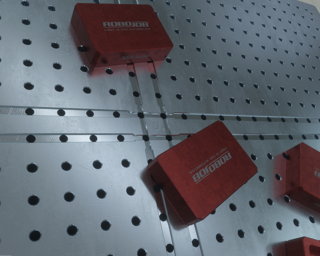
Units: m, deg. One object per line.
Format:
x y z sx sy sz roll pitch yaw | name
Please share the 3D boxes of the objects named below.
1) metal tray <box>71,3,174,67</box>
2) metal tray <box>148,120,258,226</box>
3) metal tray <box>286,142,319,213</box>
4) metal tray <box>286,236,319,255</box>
-0.054 -0.142 0.464 0.131 0.030 0.090 -15 69 -34 | metal tray
0.060 0.053 0.407 0.131 0.030 0.090 -27 77 -37 | metal tray
0.265 0.091 0.496 0.131 0.030 0.090 28 52 -11 | metal tray
0.211 0.214 0.390 0.091 0.030 0.130 20 54 -17 | metal tray
